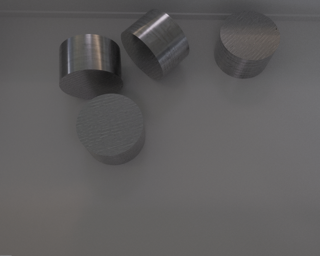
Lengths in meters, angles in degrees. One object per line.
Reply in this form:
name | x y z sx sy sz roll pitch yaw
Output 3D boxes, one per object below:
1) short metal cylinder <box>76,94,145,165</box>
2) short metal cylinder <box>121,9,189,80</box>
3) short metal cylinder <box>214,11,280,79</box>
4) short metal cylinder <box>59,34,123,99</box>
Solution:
short metal cylinder | -0.060 0.003 0.395 0.081 0.050 0.080 0 70 0
short metal cylinder | -0.007 -0.112 0.421 0.080 0.080 0.050 43 76 14
short metal cylinder | 0.121 -0.117 0.440 0.081 0.050 0.080 0 70 0
short metal cylinder | -0.091 -0.078 0.408 0.081 0.080 0.050 -6 70 -2
